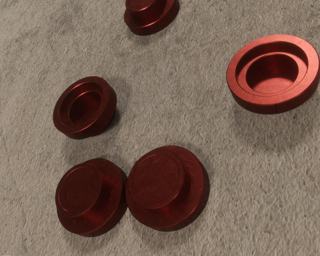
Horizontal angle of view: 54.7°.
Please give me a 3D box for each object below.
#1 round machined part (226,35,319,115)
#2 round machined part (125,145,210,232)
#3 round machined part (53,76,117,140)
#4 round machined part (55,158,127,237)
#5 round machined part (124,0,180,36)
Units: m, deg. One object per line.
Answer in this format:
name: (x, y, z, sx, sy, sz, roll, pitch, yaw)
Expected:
round machined part: (0.131, -0.057, 0.359, 0.098, 0.042, 0.098, -13, 56, 20)
round machined part: (0.003, 0.063, 0.351, 0.098, 0.042, 0.098, -13, 56, 20)
round machined part: (-0.106, -0.026, 0.463, 0.098, 0.042, 0.098, -13, 56, 20)
round machined part: (-0.091, 0.082, 0.388, 0.098, 0.042, 0.098, -13, 56, 20)
round machined part: (-0.020, -0.210, 0.530, 0.098, 0.042, 0.098, -13, 56, 20)
